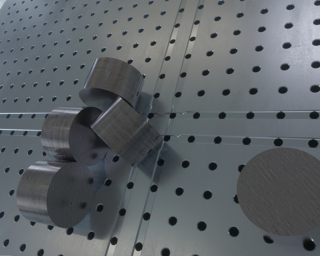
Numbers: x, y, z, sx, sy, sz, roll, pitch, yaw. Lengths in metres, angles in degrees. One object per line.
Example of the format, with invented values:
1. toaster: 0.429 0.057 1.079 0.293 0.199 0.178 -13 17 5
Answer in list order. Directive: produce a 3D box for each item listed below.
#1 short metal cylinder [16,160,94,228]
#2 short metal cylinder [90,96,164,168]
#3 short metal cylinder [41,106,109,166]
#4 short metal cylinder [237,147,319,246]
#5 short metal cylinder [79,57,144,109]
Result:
1. short metal cylinder: -0.129 0.081 0.391 0.050 0.080 0.080 0 62 28
2. short metal cylinder: -0.041 0.005 0.392 0.050 0.080 0.080 -46 51 -4
3. short metal cylinder: -0.113 0.010 0.426 0.050 0.080 0.080 4 64 30
4. short metal cylinder: 0.118 0.065 0.290 0.080 0.050 0.080 -13 56 21
5. short metal cylinder: -0.068 -0.056 0.443 0.080 0.080 0.050 2 63 29
